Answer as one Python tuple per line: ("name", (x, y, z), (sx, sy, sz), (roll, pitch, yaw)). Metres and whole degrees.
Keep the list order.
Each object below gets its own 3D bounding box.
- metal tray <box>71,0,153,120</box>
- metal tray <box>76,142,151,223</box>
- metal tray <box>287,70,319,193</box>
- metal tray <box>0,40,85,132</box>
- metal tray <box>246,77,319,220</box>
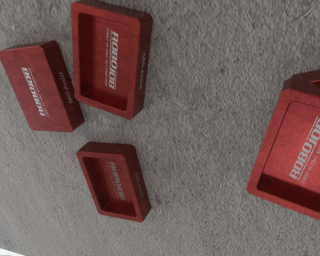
("metal tray", (-0.062, -0.083, 0.384), (0.090, 0.030, 0.129), (20, 126, 16))
("metal tray", (-0.072, 0.086, 0.494), (0.090, 0.030, 0.129), (2, 120, 27))
("metal tray", (0.186, 0.004, 0.308), (0.090, 0.030, 0.129), (-9, 114, 32))
("metal tray", (-0.174, -0.058, 0.459), (0.090, 0.030, 0.129), (2, 119, 27))
("metal tray", (0.146, 0.025, 0.302), (0.090, 0.030, 0.129), (19, 126, 17))
